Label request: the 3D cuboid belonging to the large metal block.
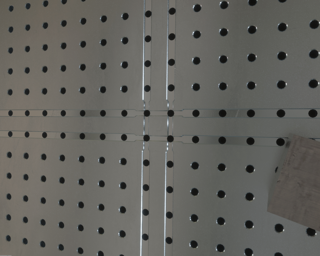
[{"bbox_3d":[0.153,0.051,0.329,0.050,0.080,0.080,19,96,19],"label":"large metal block"}]
